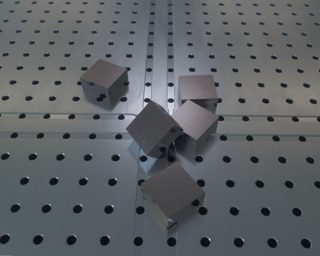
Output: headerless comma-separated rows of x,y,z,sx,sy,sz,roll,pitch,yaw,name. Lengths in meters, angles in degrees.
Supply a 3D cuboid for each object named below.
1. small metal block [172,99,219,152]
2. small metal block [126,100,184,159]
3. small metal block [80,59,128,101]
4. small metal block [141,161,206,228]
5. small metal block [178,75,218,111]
0.042,-0.004,0.412,0.050,0.025,0.050,33,57,24,small metal block
-0.007,0.002,0.390,0.050,0.025,0.050,-48,57,11,small metal block
-0.084,-0.074,0.470,0.050,0.025,0.050,23,54,18,small metal block
0.014,0.073,0.346,0.050,0.025,0.050,-29,56,-22,small metal block
0.054,-0.051,0.451,0.050,0.025,0.050,-2,50,-2,small metal block
